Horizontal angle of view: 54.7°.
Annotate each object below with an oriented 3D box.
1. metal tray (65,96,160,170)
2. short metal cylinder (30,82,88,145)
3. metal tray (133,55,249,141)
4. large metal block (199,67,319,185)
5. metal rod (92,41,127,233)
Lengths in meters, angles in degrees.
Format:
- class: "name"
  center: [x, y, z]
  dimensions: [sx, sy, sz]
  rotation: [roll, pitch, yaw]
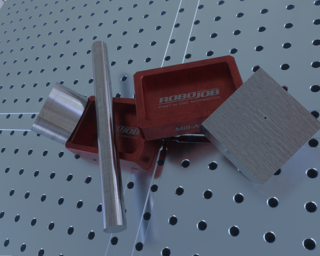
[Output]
- class: "metal tray"
  center: [-0.062, 0.003, 0.435]
  dimensions: [0.130, 0.030, 0.090]
  rotation: [7, 65, 31]
- class: "short metal cylinder"
  center: [-0.149, -0.022, 0.461]
  dimensions: [0.080, 0.050, 0.080]
  rotation: [-49, 23, 31]
- class: "metal tray"
  center: [0.036, -0.039, 0.386]
  dimensions: [0.131, 0.030, 0.090]
  rotation: [-10, 56, 3]
- class: "large metal block"
  center: [0.098, 0.000, 0.318]
  dimensions: [0.080, 0.050, 0.080]
  rotation: [-44, 82, -2]
- class: "metal rod"
  center: [-0.073, -0.012, 0.415]
  dimensions: [0.025, 0.025, 0.299]
  rotation: [-23, 53, 15]
